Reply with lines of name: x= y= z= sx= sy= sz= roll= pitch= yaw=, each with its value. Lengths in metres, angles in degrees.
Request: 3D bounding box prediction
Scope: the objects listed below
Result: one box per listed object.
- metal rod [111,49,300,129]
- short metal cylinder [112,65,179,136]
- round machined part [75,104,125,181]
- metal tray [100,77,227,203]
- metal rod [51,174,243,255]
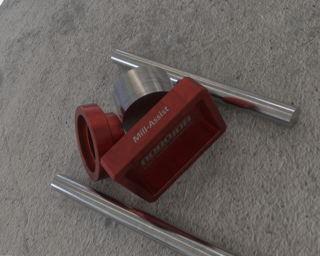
metal rod: x=0.037 y=-0.064 z=0.423 sx=0.300 sy=0.025 sz=0.025 roll=26 pitch=76 yaw=37
short metal cylinder: x=-0.015 y=-0.032 z=0.397 sx=0.080 sy=0.080 sz=0.050 roll=-31 pitch=52 yaw=8
round machined part: x=-0.075 y=0.016 z=0.399 sx=0.042 sy=0.097 sz=0.098 roll=-13 pitch=46 yaw=-26
metal tray: x=0.009 y=0.017 z=0.346 sx=0.130 sy=0.090 sz=0.030 roll=-45 pitch=51 yaw=-3
metal rod: x=-0.019 y=0.107 z=0.348 sx=0.300 sy=0.025 sz=0.025 roll=14 pitch=69 yaw=33
